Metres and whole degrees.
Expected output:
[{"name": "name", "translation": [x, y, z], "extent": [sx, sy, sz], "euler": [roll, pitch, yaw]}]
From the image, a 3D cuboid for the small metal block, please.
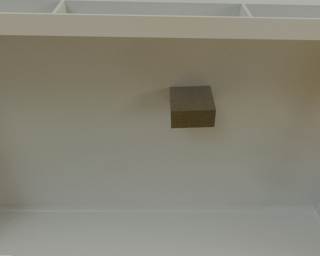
[{"name": "small metal block", "translation": [0.038, -0.026, 0.371], "extent": [0.050, 0.050, 0.025], "euler": [-2, 130, 1]}]
